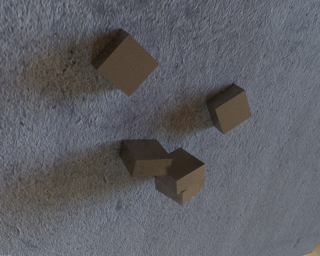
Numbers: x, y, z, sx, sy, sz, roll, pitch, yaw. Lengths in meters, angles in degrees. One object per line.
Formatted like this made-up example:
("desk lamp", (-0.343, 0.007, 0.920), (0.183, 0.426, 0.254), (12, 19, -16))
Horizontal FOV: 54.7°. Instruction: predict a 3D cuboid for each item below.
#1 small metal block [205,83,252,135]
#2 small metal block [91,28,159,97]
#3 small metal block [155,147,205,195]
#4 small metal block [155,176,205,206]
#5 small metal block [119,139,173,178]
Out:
("small metal block", (0.099, -0.027, 0.444), (0.050, 0.025, 0.050), (-33, 129, -7))
("small metal block", (-0.038, -0.071, 0.342), (0.050, 0.025, 0.050), (-47, 129, 5))
("small metal block", (0.026, 0.058, 0.426), (0.050, 0.050, 0.025), (-25, 129, -30))
("small metal block", (0.028, 0.076, 0.443), (0.050, 0.050, 0.025), (-34, 134, -37))
("small metal block", (-0.020, 0.038, 0.403), (0.050, 0.050, 0.025), (1, 118, -29))
